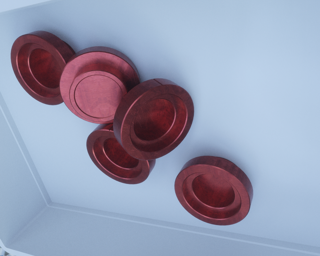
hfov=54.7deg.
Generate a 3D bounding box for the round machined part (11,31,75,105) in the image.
[{"bbox_3d":[-0.149,-0.084,0.422,0.098,0.042,0.097,13,124,20],"label":"round machined part"}]

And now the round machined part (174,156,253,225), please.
[{"bbox_3d":[0.072,0.077,0.406,0.098,0.042,0.097,13,124,20],"label":"round machined part"}]

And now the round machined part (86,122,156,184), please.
[{"bbox_3d":[-0.050,0.030,0.436,0.098,0.042,0.097,16,132,18],"label":"round machined part"}]

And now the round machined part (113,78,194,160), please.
[{"bbox_3d":[-0.011,-0.014,0.369,0.042,0.099,0.097,41,139,45],"label":"round machined part"}]

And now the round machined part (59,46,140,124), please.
[{"bbox_3d":[-0.073,-0.046,0.379,0.099,0.042,0.097,-3,121,-4],"label":"round machined part"}]
